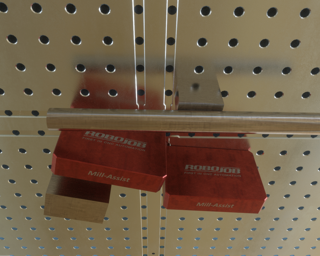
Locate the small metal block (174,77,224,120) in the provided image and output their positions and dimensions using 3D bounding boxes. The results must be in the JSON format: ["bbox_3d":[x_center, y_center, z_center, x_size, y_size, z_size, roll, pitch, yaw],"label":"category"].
[{"bbox_3d":[0.045,-0.035,0.367,0.050,0.050,0.025,4,130,-4],"label":"small metal block"}]

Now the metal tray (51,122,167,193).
[{"bbox_3d":[-0.059,0.027,0.390,0.131,0.090,0.030,13,129,-11],"label":"metal tray"}]

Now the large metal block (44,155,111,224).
[{"bbox_3d":[-0.113,0.083,0.445,0.081,0.080,0.050,12,129,-11],"label":"large metal block"}]

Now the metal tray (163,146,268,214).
[{"bbox_3d":[0.070,0.069,0.429,0.131,0.090,0.030,4,130,-4],"label":"metal tray"}]

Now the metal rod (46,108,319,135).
[{"bbox_3d":[0.032,-0.007,0.340,0.302,0.025,0.025,1,130,-2],"label":"metal rod"}]
